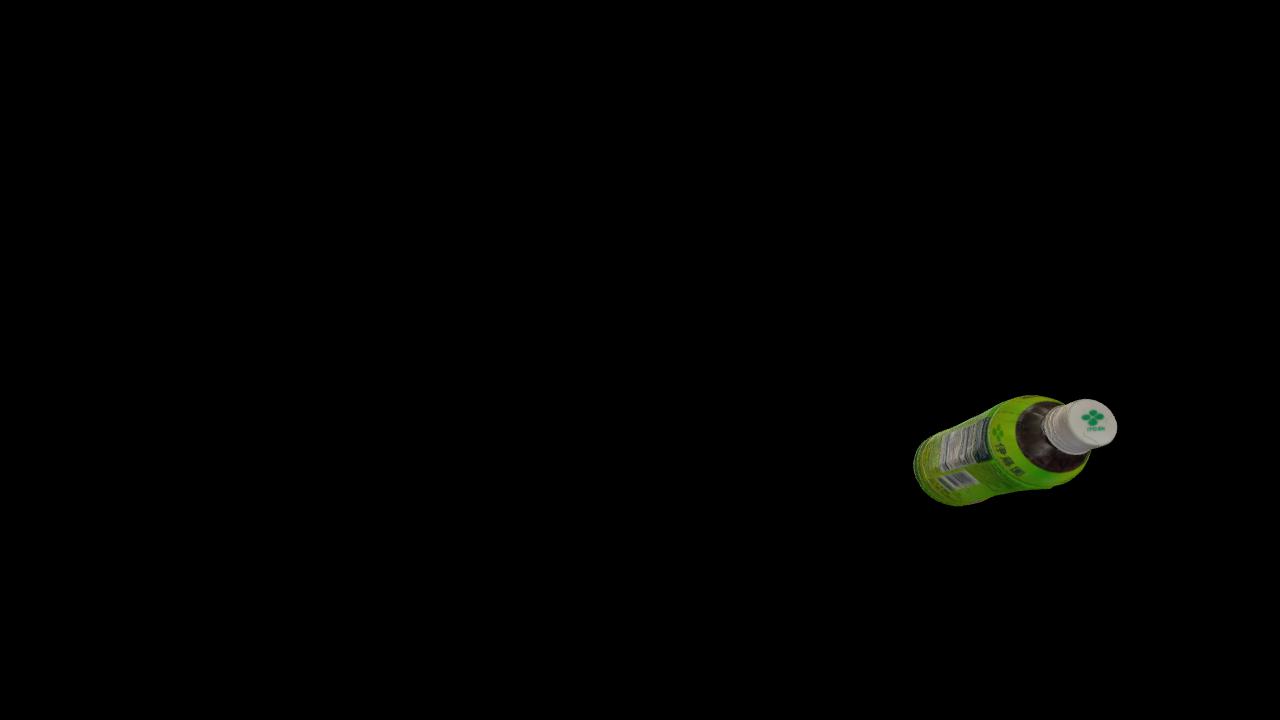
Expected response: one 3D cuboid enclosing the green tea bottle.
[{"bbox_3d":[0.286,0.072,0.482,0.073,0.073,0.212,0,-17,4],"label":"green tea bottle"}]
